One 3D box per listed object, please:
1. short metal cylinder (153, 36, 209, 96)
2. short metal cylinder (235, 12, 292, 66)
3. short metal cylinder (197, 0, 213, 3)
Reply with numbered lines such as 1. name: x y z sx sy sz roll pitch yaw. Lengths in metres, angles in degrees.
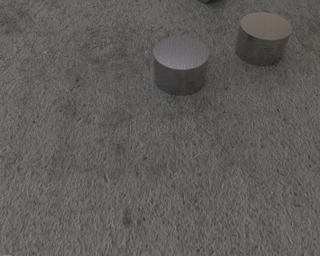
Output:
1. short metal cylinder: 0.031 -0.094 0.466 0.080 0.050 0.080 0 50 0
2. short metal cylinder: 0.169 -0.147 0.512 0.080 0.050 0.080 0 50 0
3. short metal cylinder: 0.100 -0.299 0.619 0.050 0.080 0.080 -27 55 -21
